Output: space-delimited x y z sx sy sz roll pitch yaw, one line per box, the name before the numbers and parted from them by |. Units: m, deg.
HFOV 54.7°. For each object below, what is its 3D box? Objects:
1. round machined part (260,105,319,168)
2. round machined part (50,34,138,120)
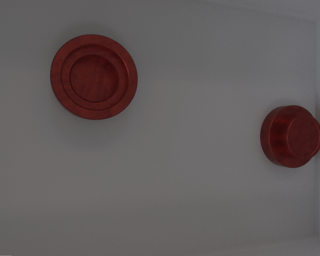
round machined part | 0.209 0.013 0.478 0.099 0.042 0.097 0 90 -20
round machined part | -0.080 -0.058 0.372 0.099 0.042 0.097 0 90 -20
